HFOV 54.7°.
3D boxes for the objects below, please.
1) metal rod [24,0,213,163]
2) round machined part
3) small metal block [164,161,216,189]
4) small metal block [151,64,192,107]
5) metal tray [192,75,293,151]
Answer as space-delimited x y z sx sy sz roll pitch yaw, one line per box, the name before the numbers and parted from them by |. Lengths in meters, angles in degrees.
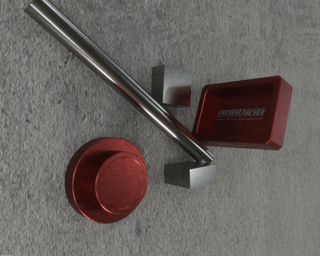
metal rod | -0.028 -0.039 0.379 0.300 0.025 0.025 41 65 -32
round machined part | -0.053 0.060 0.351 0.099 0.042 0.097 0 90 -40
small metal block | 0.041 0.063 0.425 0.050 0.050 0.025 -4 94 -40
small metal block | 0.016 -0.055 0.420 0.050 0.025 0.050 5 87 -40
metal tray | 0.109 -0.019 0.430 0.030 0.130 0.090 25 75 -38
